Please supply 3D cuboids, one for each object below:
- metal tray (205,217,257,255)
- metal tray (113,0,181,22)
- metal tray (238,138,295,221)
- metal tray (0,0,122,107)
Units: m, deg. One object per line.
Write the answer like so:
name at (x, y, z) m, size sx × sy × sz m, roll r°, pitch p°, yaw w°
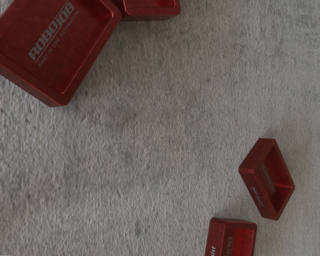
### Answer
metal tray at (0.111, 0.214, 0.498) m, size 0.091 × 0.030 × 0.129 m, roll 17°, pitch 79°, yaw -39°
metal tray at (-0.026, -0.201, 0.380) m, size 0.091 × 0.030 × 0.129 m, roll -18°, pitch 102°, yaw -39°
metal tray at (0.201, 0.094, 0.573) m, size 0.090 × 0.030 × 0.130 m, roll -46°, pitch 118°, yaw -30°
metal tray at (-0.105, -0.097, 0.313) m, size 0.090 × 0.030 × 0.130 m, roll 39°, pitch 66°, yaw -33°
